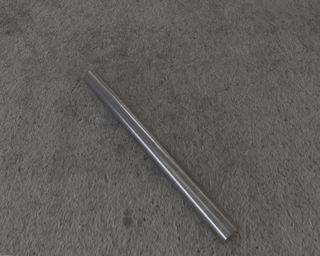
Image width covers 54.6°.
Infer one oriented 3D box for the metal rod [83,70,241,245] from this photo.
[{"bbox_3d":[-0.016,0.016,0.389,0.025,0.025,0.300,-29,56,-22],"label":"metal rod"}]
